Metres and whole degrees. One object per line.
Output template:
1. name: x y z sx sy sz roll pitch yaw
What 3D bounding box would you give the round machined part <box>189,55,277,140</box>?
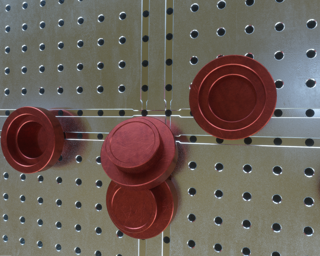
1. round machined part: 0.088 -0.035 0.372 0.098 0.042 0.097 0 90 19

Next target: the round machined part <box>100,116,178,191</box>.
1. round machined part: -0.029 0.026 0.390 0.098 0.042 0.098 -6 59 10

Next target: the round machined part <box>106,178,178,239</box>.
1. round machined part: -0.029 0.100 0.413 0.098 0.042 0.097 0 90 19

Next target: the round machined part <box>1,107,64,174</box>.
1. round machined part: -0.186 0.017 0.467 0.098 0.042 0.097 0 90 19
